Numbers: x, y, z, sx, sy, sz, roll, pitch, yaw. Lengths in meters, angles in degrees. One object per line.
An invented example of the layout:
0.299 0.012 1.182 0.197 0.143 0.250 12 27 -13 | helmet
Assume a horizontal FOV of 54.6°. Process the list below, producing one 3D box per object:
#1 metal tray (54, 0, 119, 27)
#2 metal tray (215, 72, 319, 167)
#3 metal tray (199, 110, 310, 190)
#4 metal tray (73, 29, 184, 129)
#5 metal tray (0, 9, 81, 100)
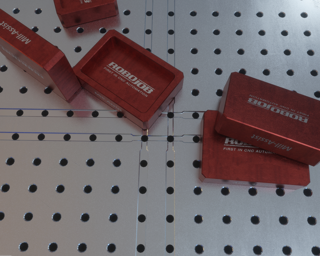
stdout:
-0.126 -0.230 0.492 0.090 0.030 0.130 -16 71 -6 | metal tray
0.142 -0.014 0.390 0.131 0.030 0.090 19 49 1 | metal tray
0.119 0.028 0.400 0.131 0.030 0.090 4 70 1 | metal tray
-0.044 -0.070 0.434 0.130 0.030 0.090 35 73 11 | metal tray
-0.173 -0.099 0.412 0.130 0.090 0.030 35 74 12 | metal tray
